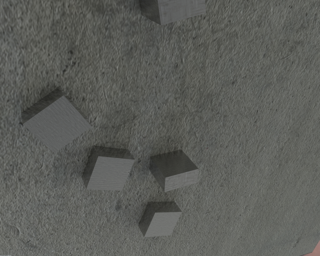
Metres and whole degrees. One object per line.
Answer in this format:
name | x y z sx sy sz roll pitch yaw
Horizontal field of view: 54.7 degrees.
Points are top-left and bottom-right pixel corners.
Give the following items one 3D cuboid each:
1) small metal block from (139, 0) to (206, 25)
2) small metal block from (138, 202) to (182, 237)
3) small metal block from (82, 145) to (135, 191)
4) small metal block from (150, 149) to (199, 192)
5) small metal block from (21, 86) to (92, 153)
small metal block | 0.011 -0.129 0.317 0.050 0.050 0.025 -21 127 -16
small metal block | 0.000 0.146 0.497 0.050 0.025 0.050 9 114 -32
small metal block | -0.068 0.053 0.403 0.050 0.025 0.050 10 113 -33
small metal block | 0.019 0.059 0.437 0.050 0.050 0.025 -11 123 -23
small metal block | -0.113 -0.009 0.340 0.050 0.025 0.050 -37 129 -4
